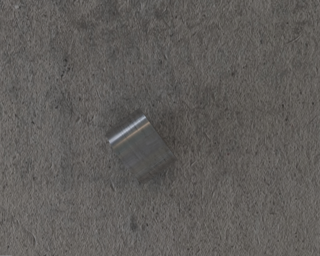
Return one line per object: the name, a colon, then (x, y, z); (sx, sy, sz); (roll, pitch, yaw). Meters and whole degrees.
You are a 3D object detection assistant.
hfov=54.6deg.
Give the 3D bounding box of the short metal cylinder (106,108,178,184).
short metal cylinder: (-0.022, 0.022, 0.382); (0.050, 0.080, 0.080); (-36, 90, 0)
